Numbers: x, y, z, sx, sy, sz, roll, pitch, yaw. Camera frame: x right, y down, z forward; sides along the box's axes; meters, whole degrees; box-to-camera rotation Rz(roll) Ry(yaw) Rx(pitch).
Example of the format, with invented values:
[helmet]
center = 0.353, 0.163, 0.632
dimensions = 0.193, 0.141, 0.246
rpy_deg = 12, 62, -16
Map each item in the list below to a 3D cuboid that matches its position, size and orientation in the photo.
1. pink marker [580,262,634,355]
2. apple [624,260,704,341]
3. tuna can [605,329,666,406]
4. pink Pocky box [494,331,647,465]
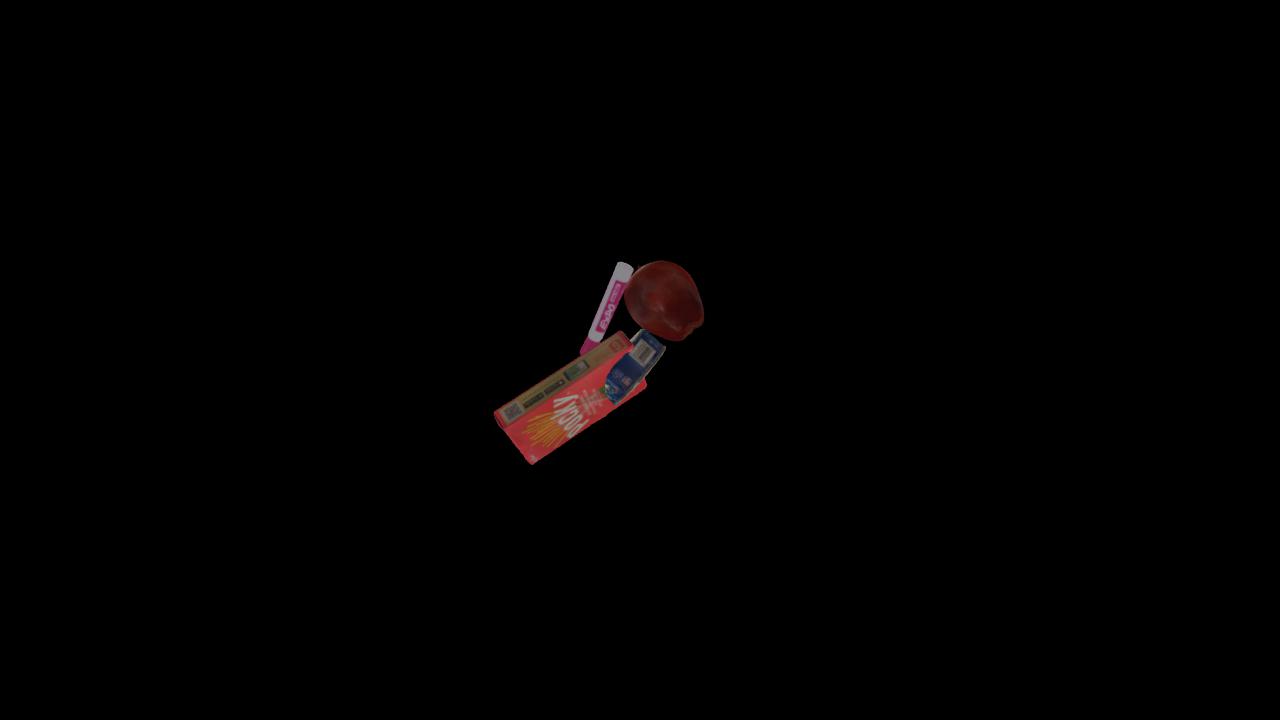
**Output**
[pink marker]
center = -0.039, -0.050, 0.670
dimensions = 0.020, 0.121, 0.020
rpy_deg = 20, 27, -11
[apple]
center = 0.026, -0.065, 0.668
dimensions = 0.079, 0.093, 0.079
rpy_deg = -39, -8, -7
[tuna can]
center = -0.012, 0.007, 0.657
dimensions = 0.034, 0.084, 0.084
rpy_deg = 41, -4, -5
[pink Pocky box]
center = -0.068, 0.041, 0.640
dimensions = 0.155, 0.029, 0.084
rpy_deg = -33, -35, -11
